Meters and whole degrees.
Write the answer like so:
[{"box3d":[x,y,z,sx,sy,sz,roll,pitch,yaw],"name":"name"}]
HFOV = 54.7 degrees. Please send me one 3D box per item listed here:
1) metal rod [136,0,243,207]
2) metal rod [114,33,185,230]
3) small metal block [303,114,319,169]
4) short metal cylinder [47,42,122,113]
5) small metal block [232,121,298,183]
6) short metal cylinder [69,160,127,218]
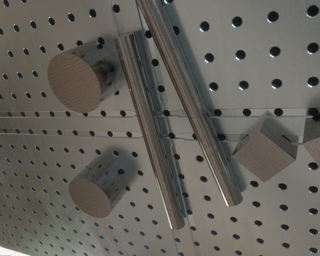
[{"box3d":[0.039,-0.030,0.371,0.025,0.025,0.299,-13,112,33],"name":"metal rod"},{"box3d":[-0.007,0.021,0.428,0.025,0.025,0.298,-1,118,28],"name":"metal rod"},{"box3d":[0.172,0.018,0.315,0.025,0.050,0.050,-31,102,38],"name":"small metal block"},{"box3d":[-0.098,-0.066,0.406,0.080,0.050,0.079,13,124,21],"name":"short metal cylinder"},{"box3d":[0.123,0.029,0.364,0.050,0.025,0.050,39,129,1],"name":"small metal block"},{"box3d":[-0.102,0.101,0.511,0.080,0.050,0.079,13,124,21],"name":"short metal cylinder"}]
